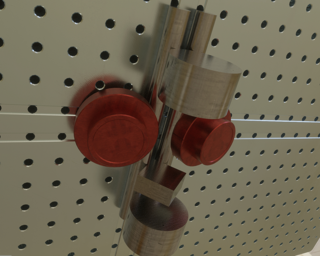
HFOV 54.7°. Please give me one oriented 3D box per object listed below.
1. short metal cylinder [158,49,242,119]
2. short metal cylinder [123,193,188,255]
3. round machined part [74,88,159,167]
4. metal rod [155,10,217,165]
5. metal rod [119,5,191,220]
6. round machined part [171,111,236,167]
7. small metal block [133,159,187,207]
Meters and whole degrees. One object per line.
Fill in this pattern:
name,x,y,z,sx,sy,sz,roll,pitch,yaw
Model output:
short metal cylinder,0.042,-0.050,0.339,0.081,0.080,0.050,1,118,-29
short metal cylinder,-0.007,0.130,0.424,0.081,0.080,0.050,1,118,-29
round machined part,-0.049,0.006,0.361,0.099,0.042,0.097,-6,119,-10
metal rod,0.018,-0.002,0.418,0.025,0.025,0.298,1,118,-29
metal rod,-0.013,-0.001,0.402,0.025,0.025,0.298,1,118,-29
round machined part,0.065,0.012,0.426,0.099,0.042,0.097,-26,134,-30
small metal block,0.001,0.071,0.409,0.050,0.050,0.025,-39,148,-61
